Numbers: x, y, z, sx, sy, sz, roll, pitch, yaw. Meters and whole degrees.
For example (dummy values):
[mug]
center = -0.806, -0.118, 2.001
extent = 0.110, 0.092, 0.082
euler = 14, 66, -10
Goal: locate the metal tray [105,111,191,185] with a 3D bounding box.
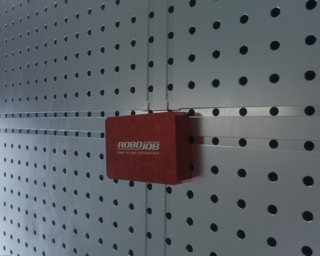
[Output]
[metal tray]
center = -0.021, 0.027, 0.424
extent = 0.130, 0.030, 0.090
euler = -3, 88, 40
